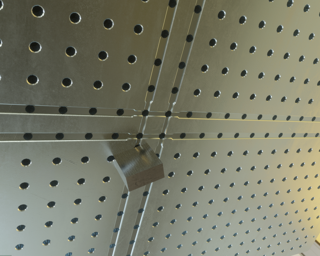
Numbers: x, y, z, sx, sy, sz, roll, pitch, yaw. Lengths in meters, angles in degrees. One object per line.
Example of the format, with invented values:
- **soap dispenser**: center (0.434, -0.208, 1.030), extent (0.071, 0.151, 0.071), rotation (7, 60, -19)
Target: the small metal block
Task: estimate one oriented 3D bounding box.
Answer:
- **small metal block**: center (-0.028, 0.051, 0.413), extent (0.050, 0.050, 0.025), rotation (-20, 126, -17)
